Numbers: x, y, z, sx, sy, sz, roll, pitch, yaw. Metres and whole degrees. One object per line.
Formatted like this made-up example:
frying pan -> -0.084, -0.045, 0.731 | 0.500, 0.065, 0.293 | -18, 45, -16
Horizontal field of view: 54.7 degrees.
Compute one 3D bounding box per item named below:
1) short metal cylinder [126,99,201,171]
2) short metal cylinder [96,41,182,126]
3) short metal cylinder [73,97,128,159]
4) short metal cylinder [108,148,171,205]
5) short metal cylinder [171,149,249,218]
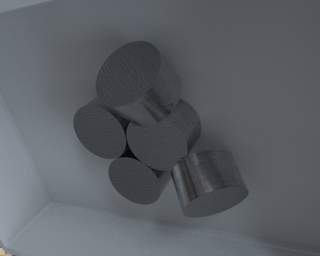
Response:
short metal cylinder -> 0.005, 0.006, 0.390 | 0.080, 0.050, 0.079 | 13, 124, 20
short metal cylinder -> -0.023, -0.048, 0.343 | 0.080, 0.080, 0.050 | -3, 155, 29
short metal cylinder -> -0.069, -0.005, 0.421 | 0.080, 0.050, 0.079 | 13, 124, 20
short metal cylinder -> -0.025, 0.061, 0.439 | 0.080, 0.050, 0.079 | 13, 124, 20
short metal cylinder -> 0.059, 0.068, 0.374 | 0.081, 0.050, 0.080 | -12, 145, -8
